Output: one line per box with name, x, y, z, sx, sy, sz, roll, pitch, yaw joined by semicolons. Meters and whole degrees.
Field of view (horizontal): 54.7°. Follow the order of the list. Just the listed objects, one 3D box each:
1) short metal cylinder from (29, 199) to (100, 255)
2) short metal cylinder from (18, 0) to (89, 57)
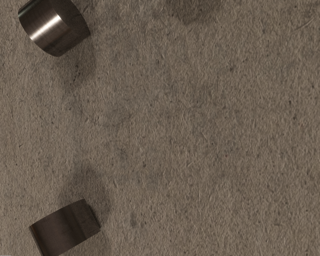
short metal cylinder;-0.129;0.139;0.424;0.080;0.080;0.050;-32;80;17
short metal cylinder;-0.145;-0.147;0.429;0.050;0.080;0.080;-30;81;17
